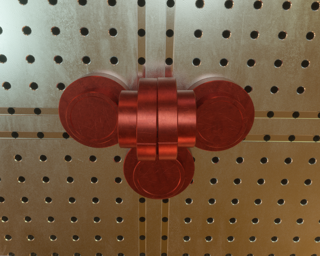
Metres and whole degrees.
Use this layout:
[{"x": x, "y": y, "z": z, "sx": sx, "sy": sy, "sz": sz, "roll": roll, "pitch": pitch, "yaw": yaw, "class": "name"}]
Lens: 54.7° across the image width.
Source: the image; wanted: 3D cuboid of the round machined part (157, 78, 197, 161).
[{"x": 0.019, "y": -0.010, "z": 0.365, "sx": 0.042, "sy": 0.098, "sz": 0.097, "roll": -1, "pitch": 110, "yaw": 0, "class": "round machined part"}]

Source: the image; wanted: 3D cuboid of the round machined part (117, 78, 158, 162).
[{"x": -0.025, "y": -0.010, "z": 0.364, "sx": 0.042, "sy": 0.098, "sz": 0.097, "roll": 1, "pitch": 110, "yaw": -1, "class": "round machined part"}]

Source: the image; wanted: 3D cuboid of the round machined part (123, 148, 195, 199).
[{"x": -0.001, "y": 0.057, "z": 0.425, "sx": 0.099, "sy": 0.042, "sz": 0.097, "roll": 0, "pitch": 110, "yaw": -1, "class": "round machined part"}]

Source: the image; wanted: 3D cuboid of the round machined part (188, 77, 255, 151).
[{"x": 0.073, "y": -0.013, "z": 0.400, "sx": 0.099, "sy": 0.042, "sz": 0.097, "roll": 0, "pitch": 110, "yaw": -1, "class": "round machined part"}]

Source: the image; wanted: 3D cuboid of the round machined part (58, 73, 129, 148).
[{"x": -0.081, "y": -0.018, "z": 0.396, "sx": 0.099, "sy": 0.042, "sz": 0.097, "roll": 0, "pitch": 110, "yaw": -1, "class": "round machined part"}]
